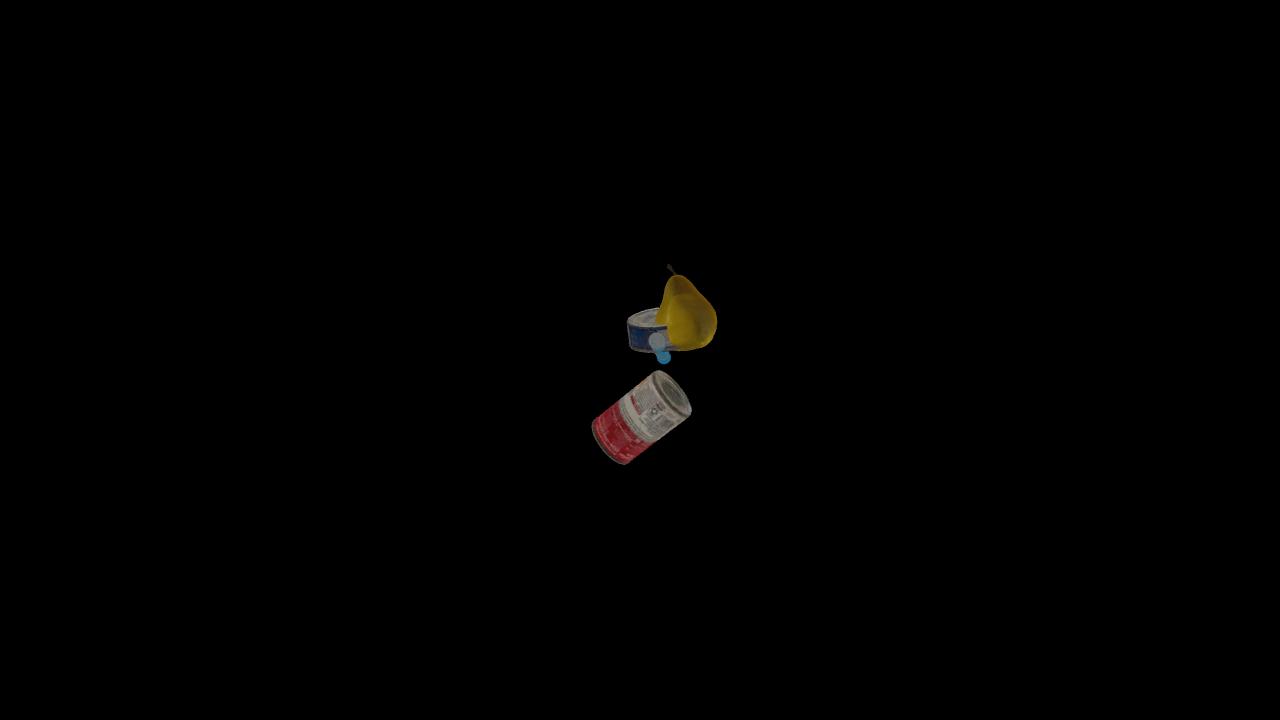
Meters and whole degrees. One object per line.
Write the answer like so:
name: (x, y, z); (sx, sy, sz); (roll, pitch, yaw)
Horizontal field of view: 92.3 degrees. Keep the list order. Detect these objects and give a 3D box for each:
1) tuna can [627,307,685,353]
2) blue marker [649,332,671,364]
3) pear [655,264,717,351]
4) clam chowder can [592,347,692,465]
tuna can: (0.026, -0.039, 0.766); (0.084, 0.034, 0.084); (-6, 21, 2)
blue marker: (0.026, -0.013, 0.768); (0.020, 0.020, 0.121); (0, -10, 7)
pear: (0.054, -0.068, 0.757); (0.080, 0.111, 0.080); (-3, -7, 0)
clam chowder can: (0.002, 0.067, 0.724); (0.102, 0.068, 0.068); (-40, -15, 19)
